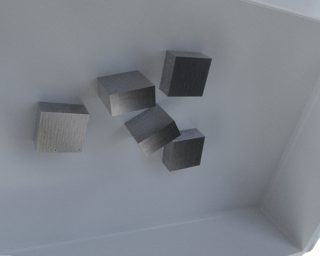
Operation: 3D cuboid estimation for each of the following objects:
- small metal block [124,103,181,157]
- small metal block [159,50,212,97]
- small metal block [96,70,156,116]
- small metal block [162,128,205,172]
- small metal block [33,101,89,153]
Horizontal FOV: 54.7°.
[{"bbox_3d":[-0.010,0.001,0.388,0.050,0.050,0.025,-32,129,-7],"label":"small metal block"},{"bbox_3d":[0.031,-0.067,0.384,0.050,0.025,0.050,-3,120,-27],"label":"small metal block"},{"bbox_3d":[-0.038,-0.041,0.346,0.050,0.050,0.025,-15,125,-20],"label":"small metal block"},{"bbox_3d":[0.033,0.031,0.446,0.050,0.025,0.050,-9,122,-24],"label":"small metal block"},{"bbox_3d":[-0.111,0.000,0.348,0.050,0.025,0.050,3,117,-30],"label":"small metal block"}]
